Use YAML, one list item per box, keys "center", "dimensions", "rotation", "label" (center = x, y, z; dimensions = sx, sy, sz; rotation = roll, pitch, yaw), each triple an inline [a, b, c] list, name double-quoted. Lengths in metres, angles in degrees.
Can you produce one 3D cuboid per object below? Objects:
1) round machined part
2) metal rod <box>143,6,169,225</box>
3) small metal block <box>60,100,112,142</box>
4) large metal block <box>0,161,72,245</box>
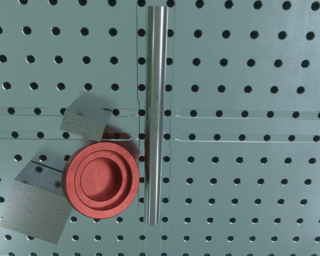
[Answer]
- center: [-0.081, 0.068, 0.411]
  dimensions: [0.099, 0.042, 0.097]
  rotation: [3, 84, -30]
  label: "round machined part"
- center: [-0.007, -0.002, 0.412]
  dimensions: [0.025, 0.025, 0.298]
  rotation: [2, 110, -1]
  label: "metal rod"
- center: [-0.093, -0.010, 0.395]
  dimensions: [0.050, 0.050, 0.025]
  rotation: [18, 109, -7]
  label: "small metal block"
- center: [-0.164, 0.105, 0.435]
  dimensions: [0.080, 0.050, 0.079]
  rotation: [22, 110, -8]
  label: "large metal block"
